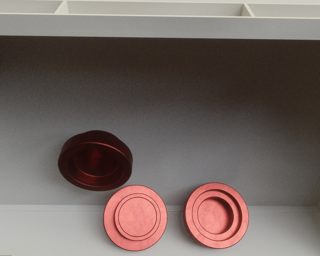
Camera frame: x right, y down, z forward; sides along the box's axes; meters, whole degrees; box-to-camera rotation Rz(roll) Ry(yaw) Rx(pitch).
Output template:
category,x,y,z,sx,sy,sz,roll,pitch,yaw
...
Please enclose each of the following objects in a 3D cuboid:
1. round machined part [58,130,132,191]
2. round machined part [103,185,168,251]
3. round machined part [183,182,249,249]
category,x,y,z,sx,sy,sz,roll,pitch,yaw
round machined part,-0.087,0.041,0.432,0.099,0.042,0.097,0,130,0
round machined part,-0.036,0.136,0.472,0.099,0.098,0.042,10,161,-9
round machined part,0.085,0.138,0.488,0.099,0.098,0.042,4,158,-4
